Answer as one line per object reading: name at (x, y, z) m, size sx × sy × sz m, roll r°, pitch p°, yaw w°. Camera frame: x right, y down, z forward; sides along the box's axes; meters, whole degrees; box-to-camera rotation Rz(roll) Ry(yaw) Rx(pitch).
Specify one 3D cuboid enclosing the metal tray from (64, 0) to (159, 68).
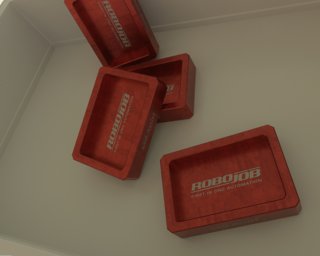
metal tray at (-0.068, -0.153, 0.464) m, size 0.090 × 0.130 × 0.030 m, roll -16°, pitch 36°, yaw 19°

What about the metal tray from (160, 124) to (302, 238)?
metal tray at (0.069, 0.058, 0.330) m, size 0.130 × 0.030 × 0.090 m, roll -18°, pitch 55°, yaw 17°

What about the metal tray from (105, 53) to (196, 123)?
metal tray at (-0.017, -0.051, 0.440) m, size 0.130 × 0.030 × 0.090 m, roll -8°, pitch 58°, yaw 23°

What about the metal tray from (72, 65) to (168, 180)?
metal tray at (-0.053, -0.008, 0.399) m, size 0.090 × 0.030 × 0.129 m, roll 17°, pitch 89°, yaw 26°
